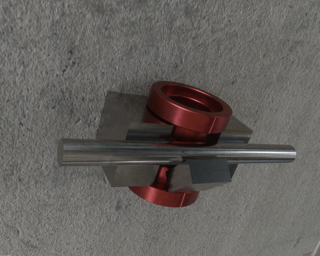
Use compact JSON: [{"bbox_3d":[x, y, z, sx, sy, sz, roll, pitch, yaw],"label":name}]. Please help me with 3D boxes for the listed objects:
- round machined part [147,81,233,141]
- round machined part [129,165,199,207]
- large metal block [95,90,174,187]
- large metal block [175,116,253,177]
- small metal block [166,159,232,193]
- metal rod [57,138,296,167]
[{"bbox_3d":[0.032,-0.017,0.368,0.099,0.098,0.042,4,118,-30],"label":"round machined part"},{"bbox_3d":[0.008,0.056,0.400,0.099,0.098,0.042,4,111,-31],"label":"round machined part"},{"bbox_3d":[-0.035,0.011,0.360,0.050,0.080,0.079,4,116,-31],"label":"large metal block"},{"bbox_3d":[0.067,0.018,0.421,0.050,0.080,0.079,4,117,-30],"label":"large metal block"},{"bbox_3d":[0.042,0.054,0.343,0.050,0.025,0.050,2,158,-28],"label":"small metal block"},{"bbox_3d":[0.044,0.028,0.346,0.302,0.025,0.025,3,117,-30],"label":"metal rod"}]
